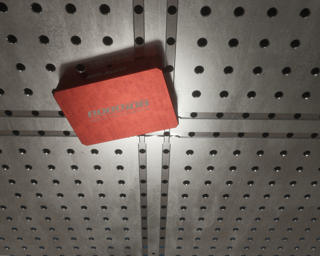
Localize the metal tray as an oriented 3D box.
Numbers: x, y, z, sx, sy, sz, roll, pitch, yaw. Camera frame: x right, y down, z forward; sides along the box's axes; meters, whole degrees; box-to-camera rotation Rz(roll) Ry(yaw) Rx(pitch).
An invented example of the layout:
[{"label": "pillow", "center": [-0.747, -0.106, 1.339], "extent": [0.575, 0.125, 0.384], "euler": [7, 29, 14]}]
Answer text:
[{"label": "metal tray", "center": [-0.050, -0.030, 0.382], "extent": [0.131, 0.030, 0.090], "euler": [-12, 130, 9]}]
